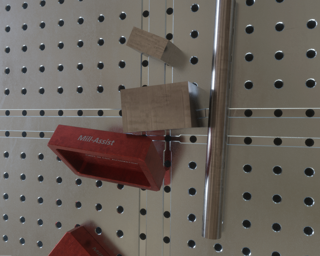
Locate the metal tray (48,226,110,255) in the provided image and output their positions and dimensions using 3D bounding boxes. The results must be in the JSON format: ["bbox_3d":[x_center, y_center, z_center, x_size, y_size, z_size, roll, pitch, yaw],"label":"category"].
[{"bbox_3d":[-0.105,0.220,0.446,0.130,0.030,0.090,42,103,15],"label":"metal tray"}]

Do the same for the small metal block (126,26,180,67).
[{"bbox_3d":[-0.008,-0.104,0.401,0.050,0.050,0.025,26,99,18],"label":"small metal block"}]

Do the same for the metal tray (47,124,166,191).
[{"bbox_3d":[-0.066,0.039,0.399,0.130,0.090,0.030,7,58,19],"label":"metal tray"}]

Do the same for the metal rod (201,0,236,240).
[{"bbox_3d":[0.073,-0.013,0.386,0.025,0.025,0.298,4,91,19],"label":"metal rod"}]

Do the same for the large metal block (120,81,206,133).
[{"bbox_3d":[0.007,-0.022,0.380,0.080,0.080,0.050,-5,89,19],"label":"large metal block"}]
